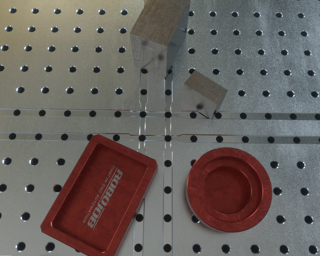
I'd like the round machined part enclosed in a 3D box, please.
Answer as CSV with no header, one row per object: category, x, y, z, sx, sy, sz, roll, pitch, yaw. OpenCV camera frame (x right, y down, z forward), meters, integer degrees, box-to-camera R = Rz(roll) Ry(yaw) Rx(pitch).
round machined part,0.080,0.076,0.376,0.099,0.042,0.098,0,70,-1

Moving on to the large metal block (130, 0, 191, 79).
large metal block,0.001,-0.129,0.430,0.050,0.080,0.080,22,71,7

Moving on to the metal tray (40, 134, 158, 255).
metal tray,-0.069,0.083,0.377,0.090,0.030,0.130,24,71,8

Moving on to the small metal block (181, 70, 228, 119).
small metal block,0.058,-0.044,0.415,0.050,0.050,0.025,35,74,11
